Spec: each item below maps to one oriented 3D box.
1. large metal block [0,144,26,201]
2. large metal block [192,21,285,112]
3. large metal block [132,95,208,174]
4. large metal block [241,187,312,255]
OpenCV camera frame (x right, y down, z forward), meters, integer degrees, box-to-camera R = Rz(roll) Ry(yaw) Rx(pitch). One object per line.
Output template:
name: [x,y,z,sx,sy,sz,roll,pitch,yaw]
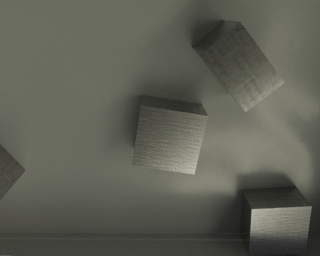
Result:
large metal block: [-0.240,0.077,0.407,0.080,0.080,0.050,-32,107,11]
large metal block: [0.085,-0.074,0.356,0.050,0.080,0.080,-39,106,13]
large metal block: [0.011,0.008,0.401,0.081,0.050,0.079,9,110,-4]
large metal block: [0.165,0.135,0.450,0.081,0.050,0.079,-3,110,0]
